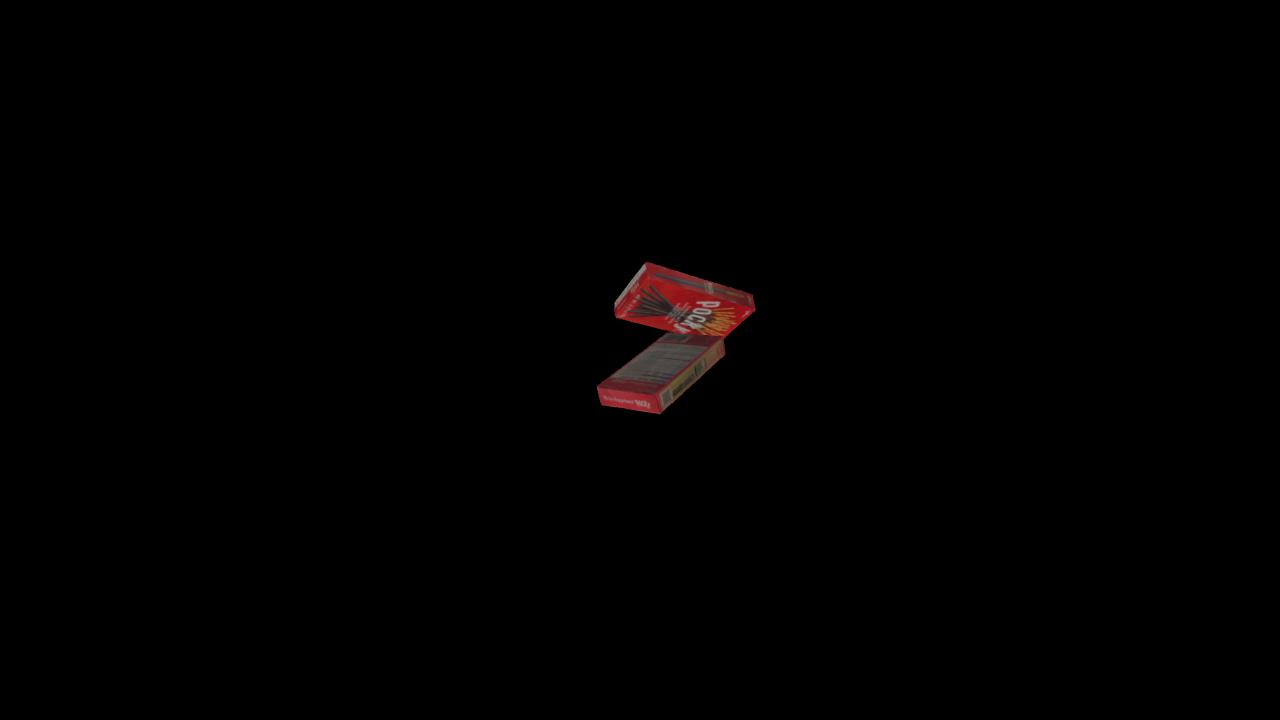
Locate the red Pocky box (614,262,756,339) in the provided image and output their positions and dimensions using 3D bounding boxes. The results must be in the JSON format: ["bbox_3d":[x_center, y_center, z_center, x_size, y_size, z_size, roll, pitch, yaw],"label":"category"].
[{"bbox_3d":[0.055,-0.066,0.746,0.155,0.028,0.083,12,-38,-26],"label":"red Pocky box"}]

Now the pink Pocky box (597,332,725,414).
[{"bbox_3d":[0.028,0.011,0.723,0.084,0.029,0.155,5,28,36],"label":"pink Pocky box"}]
